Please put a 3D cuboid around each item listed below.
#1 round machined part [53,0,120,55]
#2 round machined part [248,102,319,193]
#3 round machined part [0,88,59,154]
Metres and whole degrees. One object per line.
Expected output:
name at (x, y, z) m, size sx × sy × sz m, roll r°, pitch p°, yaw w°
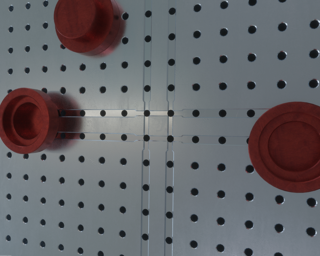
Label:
round machined part at (-0.111, -0.157, 0.443) m, size 0.098 × 0.042 × 0.097 m, roll 0°, pitch 90°, yaw 20°
round machined part at (0.152, 0.020, 0.350) m, size 0.098 × 0.042 × 0.097 m, roll 0°, pitch 90°, yaw 20°
round machined part at (-0.194, -0.011, 0.473) m, size 0.098 × 0.042 × 0.097 m, roll 0°, pitch 90°, yaw 20°
